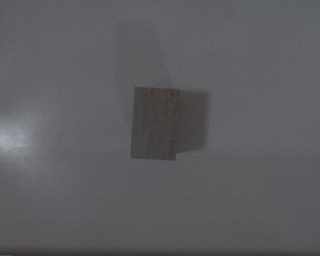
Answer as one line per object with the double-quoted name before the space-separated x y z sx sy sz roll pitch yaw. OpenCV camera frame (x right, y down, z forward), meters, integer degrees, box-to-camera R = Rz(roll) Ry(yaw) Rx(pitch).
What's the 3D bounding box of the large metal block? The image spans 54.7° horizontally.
"large metal block" -0.006 -0.005 0.384 0.050 0.080 0.079 4 90 0
